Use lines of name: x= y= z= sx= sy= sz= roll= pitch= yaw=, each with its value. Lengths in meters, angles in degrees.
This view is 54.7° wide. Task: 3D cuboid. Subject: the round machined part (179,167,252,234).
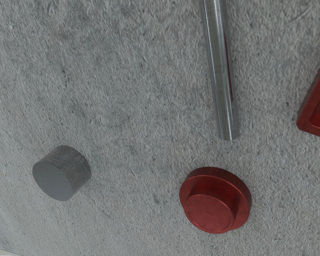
round machined part: x=0.071 y=0.105 z=0.422 sx=0.098 sy=0.042 sz=0.097 roll=13 pitch=124 yaw=20

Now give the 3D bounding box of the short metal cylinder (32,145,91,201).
short metal cylinder: x=-0.165 y=0.076 z=0.522 sx=0.080 sy=0.050 sz=0.079 roll=13 pitch=124 yaw=20

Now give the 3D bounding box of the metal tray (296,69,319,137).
metal tray: x=0.207 y=-0.019 z=0.282 sx=0.130 sy=0.030 sz=0.089 roll=22 pitch=127 yaw=14

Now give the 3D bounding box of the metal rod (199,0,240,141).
metal rod: x=0.052 y=-0.122 z=0.303 sx=0.025 sy=0.025 sz=0.298 roll=1 pitch=119 yaw=27
